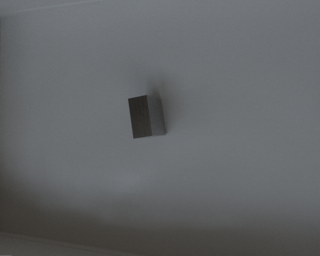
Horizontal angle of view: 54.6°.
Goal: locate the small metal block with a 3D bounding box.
[{"bbox_3d":[-0.016,-0.013,0.399,0.025,0.050,0.050,-9,86,20],"label":"small metal block"}]
